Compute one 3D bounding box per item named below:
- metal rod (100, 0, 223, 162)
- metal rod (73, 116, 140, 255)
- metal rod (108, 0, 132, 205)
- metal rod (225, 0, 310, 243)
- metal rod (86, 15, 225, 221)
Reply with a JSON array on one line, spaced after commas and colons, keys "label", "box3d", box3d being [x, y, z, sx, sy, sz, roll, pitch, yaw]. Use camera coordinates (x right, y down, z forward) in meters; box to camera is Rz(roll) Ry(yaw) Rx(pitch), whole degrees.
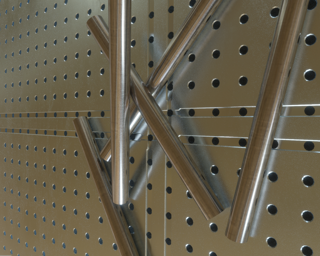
[{"label": "metal rod", "box3d": [-0.002, -0.066, 0.412, 0.025, 0.025, 0.298, 51, 120, 28]}, {"label": "metal rod", "box3d": [-0.075, 0.115, 0.472, 0.025, 0.025, 0.299, -38, 67, 33]}, {"label": "metal rod", "box3d": [-0.051, -0.027, 0.393, 0.025, 0.025, 0.298, 26, 125, 37]}, {"label": "metal rod", "box3d": [0.112, -0.025, 0.317, 0.025, 0.025, 0.298, 18, 102, 38]}, {"label": "metal rod", "box3d": [-0.013, -0.023, 0.393, 0.025, 0.025, 0.299, -41, 74, 32]}]
